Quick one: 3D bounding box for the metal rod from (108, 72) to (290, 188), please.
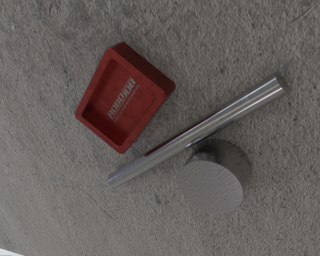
[{"bbox_3d":[0.025,0.019,0.405,0.299,0.025,0.025,-33,100,38],"label":"metal rod"}]

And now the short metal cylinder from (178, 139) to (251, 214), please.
[{"bbox_3d":[0.070,0.061,0.392,0.080,0.050,0.079,13,124,21],"label":"short metal cylinder"}]

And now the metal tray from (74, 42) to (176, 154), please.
[{"bbox_3d":[-0.051,-0.034,0.408,0.090,0.030,0.129,39,129,1],"label":"metal tray"}]
